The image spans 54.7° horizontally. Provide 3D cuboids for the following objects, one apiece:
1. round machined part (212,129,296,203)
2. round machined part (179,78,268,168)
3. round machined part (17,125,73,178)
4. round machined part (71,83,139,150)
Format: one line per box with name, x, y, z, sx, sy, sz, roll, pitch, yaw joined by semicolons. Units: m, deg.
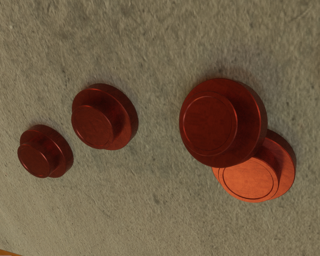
round machined part;0.108;0.050;0.369;0.098;0.042;0.097;13;124;20
round machined part;0.060;-0.005;0.334;0.098;0.042;0.097;2;93;38
round machined part;-0.201;0.046;0.528;0.098;0.042;0.097;13;124;20
round machined part;-0.083;-0.009;0.432;0.098;0.042;0.097;13;124;20
